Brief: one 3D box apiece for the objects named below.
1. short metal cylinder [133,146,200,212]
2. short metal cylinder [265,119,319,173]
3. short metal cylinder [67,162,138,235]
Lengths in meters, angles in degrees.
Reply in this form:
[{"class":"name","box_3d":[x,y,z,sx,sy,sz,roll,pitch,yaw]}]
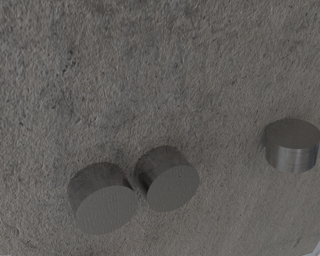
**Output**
[{"class":"short metal cylinder","box_3d":[0.009,0.072,0.440,0.081,0.050,0.079,-14,124,-21]},{"class":"short metal cylinder","box_3d":[0.215,0.028,0.505,0.081,0.080,0.050,-21,127,-16]},{"class":"short metal cylinder","box_3d":[-0.075,0.092,0.406,0.081,0.050,0.079,-14,124,-21]}]
